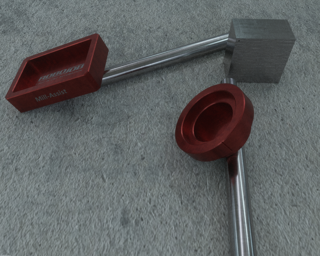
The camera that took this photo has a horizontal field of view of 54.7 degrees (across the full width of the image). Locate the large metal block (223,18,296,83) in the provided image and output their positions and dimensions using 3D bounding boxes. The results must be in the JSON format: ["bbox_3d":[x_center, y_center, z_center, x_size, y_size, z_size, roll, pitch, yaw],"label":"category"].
[{"bbox_3d":[0.144,-0.115,0.466,0.081,0.080,0.050,1,50,1],"label":"large metal block"}]

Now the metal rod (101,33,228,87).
[{"bbox_3d":[0.001,-0.108,0.493,0.302,0.025,0.025,-20,53,-17],"label":"metal rod"}]

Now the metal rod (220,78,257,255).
[{"bbox_3d":[0.089,0.050,0.362,0.025,0.025,0.300,4,50,3],"label":"metal rod"}]

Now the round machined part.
[{"bbox_3d":[0.069,-0.002,0.373,0.098,0.042,0.098,-31,38,29],"label":"round machined part"}]

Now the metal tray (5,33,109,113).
[{"bbox_3d":[-0.141,-0.077,0.432,0.130,0.030,0.090,-13,48,17],"label":"metal tray"}]
